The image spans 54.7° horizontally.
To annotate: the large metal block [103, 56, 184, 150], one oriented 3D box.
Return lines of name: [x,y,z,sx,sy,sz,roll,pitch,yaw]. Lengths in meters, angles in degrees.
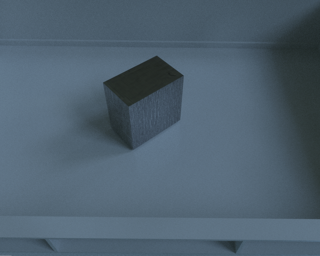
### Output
large metal block: [-0.019,-0.032,0.392,0.081,0.080,0.050,-33,58,-25]
